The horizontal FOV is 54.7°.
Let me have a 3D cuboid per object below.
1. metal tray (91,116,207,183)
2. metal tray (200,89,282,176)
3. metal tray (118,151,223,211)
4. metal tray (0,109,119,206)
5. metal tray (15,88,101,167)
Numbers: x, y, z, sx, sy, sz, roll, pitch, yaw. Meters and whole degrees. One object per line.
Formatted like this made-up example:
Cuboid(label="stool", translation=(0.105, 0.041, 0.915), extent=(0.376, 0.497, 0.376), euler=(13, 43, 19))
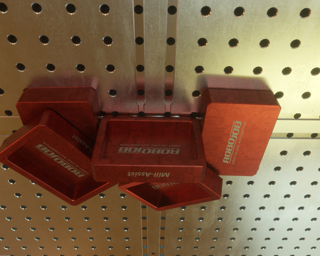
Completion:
Cuboid(label="metal tray", translation=(-0.013, 0.024, 0.388), extent=(0.131, 0.090, 0.030), euler=(1, 130, -2))
Cuboid(label="metal tray", translation=(0.097, 0.011, 0.418), extent=(0.091, 0.030, 0.129), euler=(2, 130, -3))
Cuboid(label="metal tray", translation=(0.013, 0.082, 0.454), extent=(0.130, 0.030, 0.090), euler=(-24, 129, 40))
Cuboid(label="metal tray", translation=(-0.127, 0.044, 0.403), extent=(0.090, 0.030, 0.130), euler=(-31, 125, 23))
Cuboid(label="metal tray", translation=(-0.125, 0.009, 0.414), extent=(0.091, 0.030, 0.129), euler=(-1, 131, 0))
